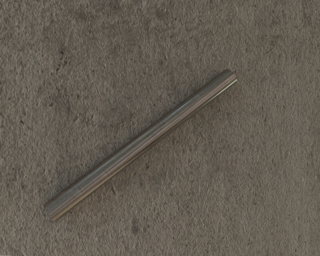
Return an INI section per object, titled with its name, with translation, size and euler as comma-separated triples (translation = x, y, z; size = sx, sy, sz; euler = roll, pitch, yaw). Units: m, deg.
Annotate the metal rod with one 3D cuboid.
[metal rod]
translation = -0.014, 0.013, 0.405
size = 0.301, 0.025, 0.025
euler = -37, 102, -16
